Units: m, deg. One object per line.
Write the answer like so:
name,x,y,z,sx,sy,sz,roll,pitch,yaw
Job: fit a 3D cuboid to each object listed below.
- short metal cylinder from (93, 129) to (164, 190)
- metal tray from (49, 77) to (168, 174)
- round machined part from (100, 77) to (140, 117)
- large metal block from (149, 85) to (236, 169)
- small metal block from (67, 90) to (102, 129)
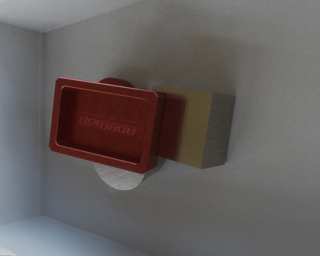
short metal cylinder,-0.041,0.034,0.405,0.080,0.050,0.079,7,106,26
metal tray,-0.063,-0.006,0.359,0.130,0.030,0.089,11,97,19
round machined part,-0.078,-0.026,0.455,0.098,0.042,0.097,0,90,39
large metal block,0.033,-0.004,0.358,0.080,0.050,0.079,13,98,39
small metal block,-0.108,-0.025,0.420,0.025,0.050,0.050,16,100,38
